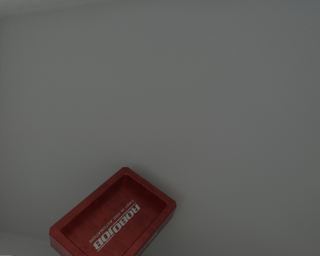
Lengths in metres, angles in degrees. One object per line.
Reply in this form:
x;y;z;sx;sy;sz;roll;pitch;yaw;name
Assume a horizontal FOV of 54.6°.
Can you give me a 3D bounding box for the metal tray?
-0.052;0.114;0.374;0.090;0.131;0.030;33;135;20;metal tray
